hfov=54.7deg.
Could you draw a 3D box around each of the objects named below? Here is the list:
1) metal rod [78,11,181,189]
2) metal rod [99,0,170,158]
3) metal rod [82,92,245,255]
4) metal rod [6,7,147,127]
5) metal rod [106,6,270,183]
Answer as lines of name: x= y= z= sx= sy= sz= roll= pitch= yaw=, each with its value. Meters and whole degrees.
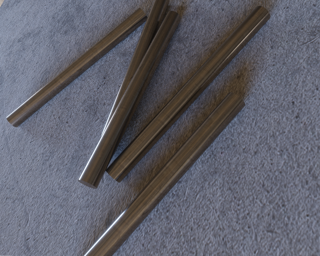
metal rod: x=-0.033 y=-0.056 z=0.440 sx=0.025 sy=0.025 sz=0.300 roll=8 pitch=61 yaw=31
metal rod: x=-0.037 y=-0.092 z=0.479 sx=0.025 sy=0.025 sz=0.300 roll=3 pitch=63 yaw=30
metal rod: x=-0.007 y=0.075 z=0.361 sx=0.300 sy=0.025 sz=0.025 roll=-48 pitch=51 yaw=-6
metal rod: x=-0.145 y=-0.105 z=0.544 sx=0.300 sy=0.025 sz=0.025 roll=-39 pitch=51 yaw=1
metal rod: x=0.040 y=-0.048 z=0.412 sx=0.300 sy=0.025 sz=0.025 roll=-47 pitch=51 yaw=-6
